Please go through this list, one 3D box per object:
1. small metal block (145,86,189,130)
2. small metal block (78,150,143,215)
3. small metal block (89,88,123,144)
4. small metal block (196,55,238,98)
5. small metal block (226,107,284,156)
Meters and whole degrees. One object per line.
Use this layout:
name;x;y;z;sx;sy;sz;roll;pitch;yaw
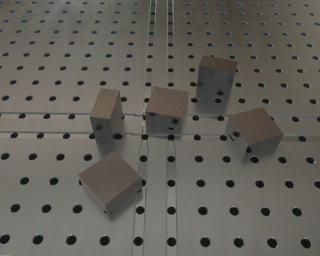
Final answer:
small metal block;0.010;-0.028;0.432;0.050;0.025;0.050;10;51;8
small metal block;-0.056;0.062;0.356;0.050;0.025;0.050;-35;58;-26
small metal block;-0.068;-0.015;0.404;0.025;0.050;0.050;7;50;6
small metal block;0.083;-0.075;0.455;0.050;0.050;0.025;14;52;11
small metal block;0.122;0.004;0.405;0.050;0.025;0.050;-15;52;-13
